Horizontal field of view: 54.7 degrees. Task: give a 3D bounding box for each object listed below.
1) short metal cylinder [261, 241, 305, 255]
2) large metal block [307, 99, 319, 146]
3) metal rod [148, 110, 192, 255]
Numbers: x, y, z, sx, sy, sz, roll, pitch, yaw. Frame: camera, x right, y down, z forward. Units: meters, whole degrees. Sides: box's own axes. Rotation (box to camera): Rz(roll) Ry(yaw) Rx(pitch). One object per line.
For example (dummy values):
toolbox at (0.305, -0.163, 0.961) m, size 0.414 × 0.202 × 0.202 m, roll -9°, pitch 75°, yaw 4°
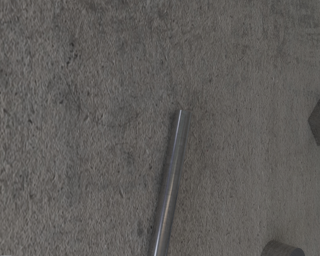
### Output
short metal cylinder at (0.231, 0.259, 0.583) m, size 0.081 × 0.050 × 0.080 m, roll 0°, pitch 90°, yaw -40°
large metal block at (0.393, -0.013, 0.717) m, size 0.080 × 0.050 × 0.080 m, roll -48°, pitch 119°, yaw -29°
metal rod at (0.005, 0.123, 0.408) m, size 0.025 × 0.025 × 0.299 m, roll 18°, pitch 79°, yaw -39°
